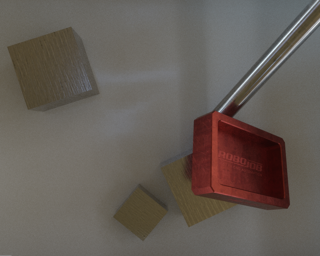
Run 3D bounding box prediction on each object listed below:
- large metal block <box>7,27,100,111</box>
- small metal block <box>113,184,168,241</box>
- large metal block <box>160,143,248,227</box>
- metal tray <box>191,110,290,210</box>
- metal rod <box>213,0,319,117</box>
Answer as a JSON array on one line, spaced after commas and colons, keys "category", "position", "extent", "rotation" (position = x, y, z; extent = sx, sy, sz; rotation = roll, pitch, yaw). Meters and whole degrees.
[{"category": "large metal block", "position": [-0.133, -0.072, 0.397], "extent": [0.080, 0.050, 0.080], "rotation": [-18, 90, -1]}, {"category": "small metal block", "position": [-0.025, 0.111, 0.411], "extent": [0.050, 0.025, 0.050], "rotation": [40, 90, -1]}, {"category": "large metal block", "position": [0.054, 0.067, 0.400], "extent": [0.080, 0.050, 0.080], "rotation": [-25, 90, 0]}, {"category": "metal tray", "position": [0.097, 0.042, 0.363], "extent": [0.131, 0.030, 0.090], "rotation": [18, 64, -31]}, {"category": "metal rod", "position": [0.142, -0.093, 0.348], "extent": [0.025, 0.025, 0.298], "rotation": [39, 116, -1]}]
